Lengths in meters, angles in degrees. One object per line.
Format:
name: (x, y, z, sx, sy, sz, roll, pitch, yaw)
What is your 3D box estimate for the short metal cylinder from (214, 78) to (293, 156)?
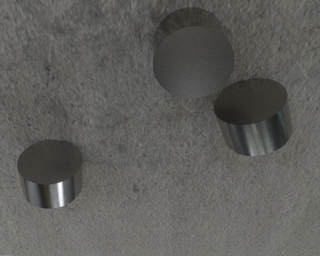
short metal cylinder: (0.109, -0.014, 0.361, 0.080, 0.080, 0.050, -17, 128, 13)

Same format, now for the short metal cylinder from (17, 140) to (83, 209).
short metal cylinder: (-0.147, 0.061, 0.421, 0.081, 0.080, 0.050, 6, 130, -6)

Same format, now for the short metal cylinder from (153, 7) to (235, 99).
short metal cylinder: (0.033, -0.078, 0.325, 0.081, 0.050, 0.079, 0, 130, 0)
